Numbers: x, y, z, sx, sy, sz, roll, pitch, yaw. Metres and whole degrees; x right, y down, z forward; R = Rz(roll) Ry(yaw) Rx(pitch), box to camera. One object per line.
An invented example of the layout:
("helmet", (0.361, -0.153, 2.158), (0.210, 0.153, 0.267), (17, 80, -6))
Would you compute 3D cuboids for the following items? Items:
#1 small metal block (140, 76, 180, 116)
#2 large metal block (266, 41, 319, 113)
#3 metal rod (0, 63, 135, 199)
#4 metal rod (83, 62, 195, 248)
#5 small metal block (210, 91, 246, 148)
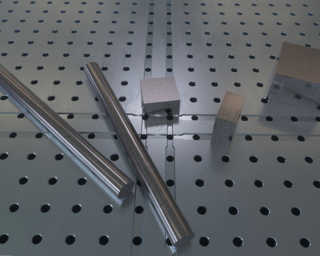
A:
("small metal block", (-0.001, -0.047, 0.447), (0.050, 0.025, 0.050), (-6, 50, -6))
("large metal block", (0.210, -0.076, 0.457), (0.080, 0.050, 0.080), (17, 52, 13))
("metal rod", (-0.146, -0.010, 0.414), (0.300, 0.025, 0.025), (36, 59, 26))
("metal rod", (-0.041, 0.010, 0.398), (0.025, 0.025, 0.300), (-20, 53, -16))
("small metal block", (0.088, -0.011, 0.401), (0.025, 0.050, 0.050), (18, 52, 14))
